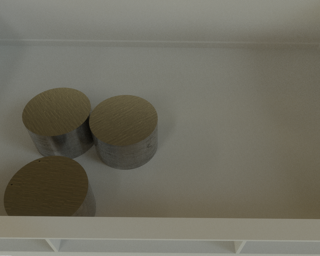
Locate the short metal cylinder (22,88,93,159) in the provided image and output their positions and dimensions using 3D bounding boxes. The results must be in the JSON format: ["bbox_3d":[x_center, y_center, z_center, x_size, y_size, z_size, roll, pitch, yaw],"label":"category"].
[{"bbox_3d":[-0.124,-0.006,0.392,0.081,0.050,0.080,0,50,0],"label":"short metal cylinder"}]

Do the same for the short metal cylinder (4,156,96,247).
[{"bbox_3d":[-0.111,0.076,0.324,0.081,0.050,0.080,0,50,0],"label":"short metal cylinder"}]

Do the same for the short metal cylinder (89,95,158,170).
[{"bbox_3d":[-0.043,0.005,0.384,0.081,0.050,0.080,0,50,0],"label":"short metal cylinder"}]
